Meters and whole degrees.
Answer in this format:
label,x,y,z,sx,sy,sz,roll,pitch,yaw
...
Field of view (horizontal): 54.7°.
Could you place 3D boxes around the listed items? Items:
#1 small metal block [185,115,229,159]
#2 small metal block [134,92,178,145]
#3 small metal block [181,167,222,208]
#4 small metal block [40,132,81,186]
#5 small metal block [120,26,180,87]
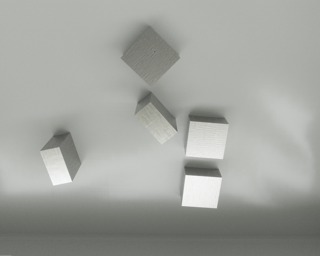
label,x,y,z,sx,sy,sz,roll,pitch,yaw
small metal block,0.061,0.012,0.416,0.050,0.025,0.050,5,110,-2
small metal block,-0.004,-0.014,0.393,0.025,0.050,0.050,-39,106,13
small metal block,0.058,0.085,0.443,0.050,0.025,0.050,4,110,-2
small metal block,-0.130,0.040,0.411,0.025,0.050,0.050,-12,110,4
small metal block,-0.011,-0.087,0.379,0.050,0.025,0.050,43,104,-14
